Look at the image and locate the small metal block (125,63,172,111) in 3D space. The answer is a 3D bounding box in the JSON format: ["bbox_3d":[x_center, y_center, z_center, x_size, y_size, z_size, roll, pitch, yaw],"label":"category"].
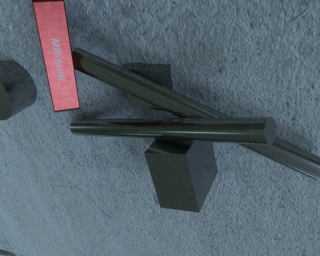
[{"bbox_3d":[-0.013,-0.051,0.381,0.050,0.025,0.050,8,122,24],"label":"small metal block"}]

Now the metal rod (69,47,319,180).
[{"bbox_3d":[0.036,-0.019,0.347,0.301,0.025,0.025,25,127,6],"label":"metal rod"}]

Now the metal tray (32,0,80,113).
[{"bbox_3d":[-0.124,-0.096,0.371,0.030,0.090,0.129,-10,123,-16],"label":"metal tray"}]

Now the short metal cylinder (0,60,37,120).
[{"bbox_3d":[-0.240,-0.058,0.478,0.080,0.050,0.079,13,124,20],"label":"short metal cylinder"}]

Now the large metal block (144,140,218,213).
[{"bbox_3d":[0.030,0.043,0.381,0.050,0.080,0.080,0,118,28],"label":"large metal block"}]

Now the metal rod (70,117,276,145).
[{"bbox_3d":[-0.015,0.001,0.371,0.300,0.025,0.025,1,120,42],"label":"metal rod"}]
